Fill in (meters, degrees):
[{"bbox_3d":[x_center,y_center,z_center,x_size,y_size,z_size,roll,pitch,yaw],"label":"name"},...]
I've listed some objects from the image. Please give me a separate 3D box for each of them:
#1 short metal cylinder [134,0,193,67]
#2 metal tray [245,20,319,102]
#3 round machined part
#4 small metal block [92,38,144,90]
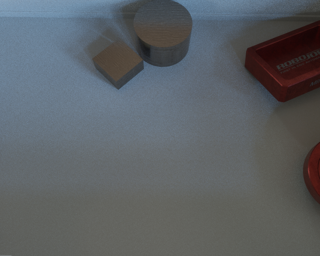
[{"bbox_3d":[0.004,-0.136,0.446,0.081,0.050,0.080,0,70,0],"label":"short metal cylinder"},{"bbox_3d":[0.198,-0.096,0.429,0.131,0.030,0.090,-22,52,-9],"label":"metal tray"},{"bbox_3d":[0.226,0.058,0.378,0.099,0.042,0.098,-2,70,6],"label":"round machined part"},{"bbox_3d":[-0.059,-0.092,0.442,0.050,0.025,0.050,-43,76,-14],"label":"small metal block"}]
